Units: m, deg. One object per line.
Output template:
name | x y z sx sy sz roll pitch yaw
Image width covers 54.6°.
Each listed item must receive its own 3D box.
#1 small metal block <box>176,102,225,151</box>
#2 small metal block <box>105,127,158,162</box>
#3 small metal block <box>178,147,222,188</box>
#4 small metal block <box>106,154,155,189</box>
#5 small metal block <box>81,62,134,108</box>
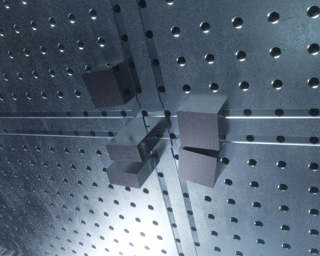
small metal block | 0.051 -0.003 0.383 0.050 0.025 0.050 6 121 25
small metal block | -0.038 0.022 0.429 0.050 0.050 0.025 0 118 28
small metal block | 0.053 0.047 0.413 0.050 0.025 0.050 13 124 21
small metal block | -0.042 0.060 0.455 0.050 0.050 0.025 4 120 26
small metal block | -0.069 -0.056 0.414 0.050 0.025 0.050 -4 117 30
